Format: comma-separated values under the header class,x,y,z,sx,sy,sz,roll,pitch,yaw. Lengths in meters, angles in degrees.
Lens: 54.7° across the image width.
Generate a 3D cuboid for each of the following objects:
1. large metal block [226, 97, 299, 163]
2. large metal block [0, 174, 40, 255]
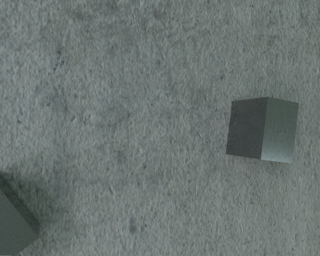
class,x,y,z,sx,sy,sz,roll,pitch,yaw
large metal block,0.140,0.003,0.433,0.050,0.080,0.080,8,87,-20
large metal block,-0.187,0.104,0.327,0.080,0.050,0.080,-36,102,-17
